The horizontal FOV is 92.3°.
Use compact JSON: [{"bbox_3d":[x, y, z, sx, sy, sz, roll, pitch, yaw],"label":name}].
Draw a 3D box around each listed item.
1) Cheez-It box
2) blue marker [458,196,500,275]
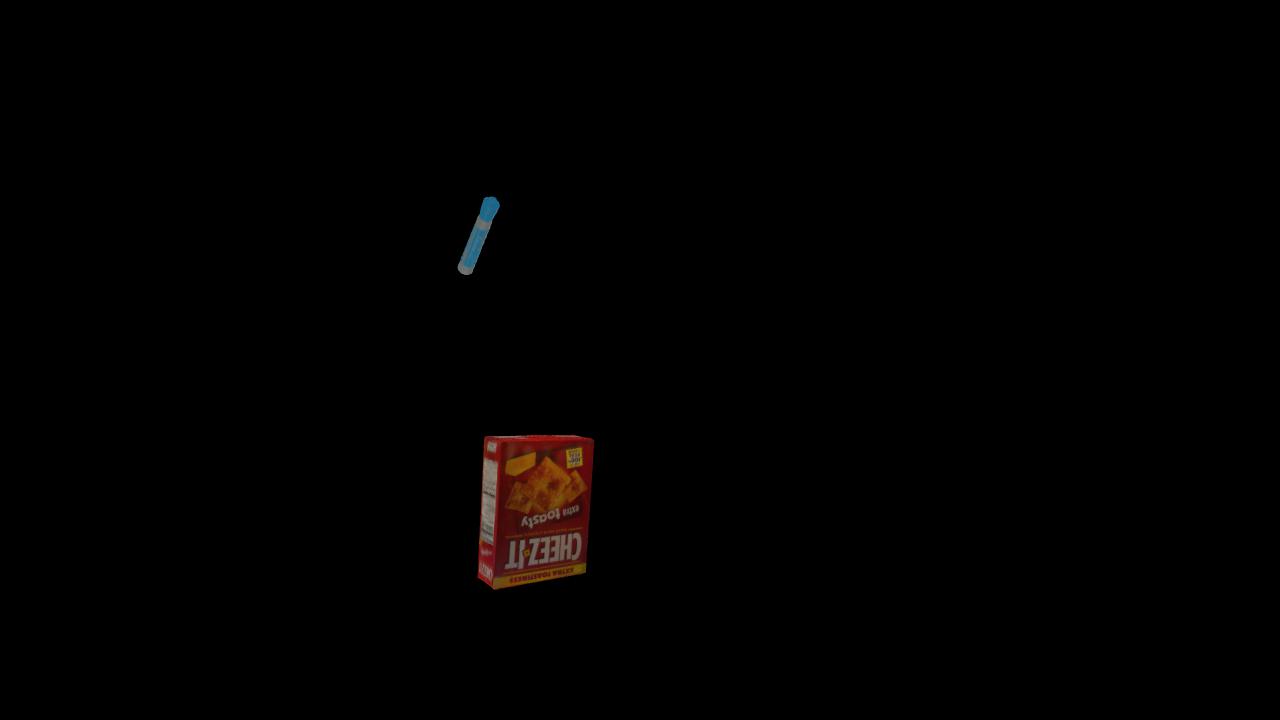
[{"bbox_3d":[-0.163,0.231,0.971,0.166,0.223,0.071,5,-2,-36],"label":"Cheez-It box"},{"bbox_3d":[-0.191,-0.146,0.726,0.020,0.020,0.121,0,-33,-33],"label":"blue marker"}]
